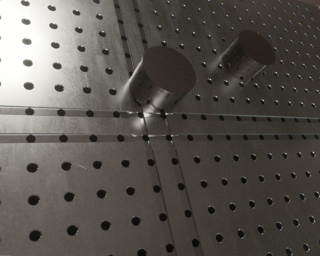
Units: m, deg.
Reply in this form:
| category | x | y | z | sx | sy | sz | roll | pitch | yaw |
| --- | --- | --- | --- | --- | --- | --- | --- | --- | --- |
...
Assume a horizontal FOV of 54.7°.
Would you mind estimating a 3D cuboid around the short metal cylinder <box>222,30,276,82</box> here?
| category | x | y | z | sx | sy | sz | roll | pitch | yaw |
| --- | --- | --- | --- | --- | --- | --- | --- | --- | --- |
| short metal cylinder | 0.160 | -0.130 | 0.560 | 0.081 | 0.050 | 0.080 | 14 | 56 | -21 |

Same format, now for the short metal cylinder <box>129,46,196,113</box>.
| category | x | y | z | sx | sy | sz | roll | pitch | yaw |
| --- | --- | --- | --- | --- | --- | --- | --- | --- | --- |
| short metal cylinder | 0.003 | -0.068 | 0.437 | 0.081 | 0.050 | 0.080 | 14 | 56 | -21 |
